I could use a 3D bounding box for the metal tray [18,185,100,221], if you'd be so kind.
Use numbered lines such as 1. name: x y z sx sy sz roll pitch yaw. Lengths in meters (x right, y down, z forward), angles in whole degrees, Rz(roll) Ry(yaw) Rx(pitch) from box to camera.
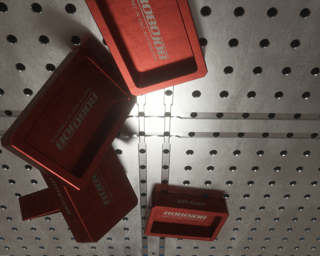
1. metal tray: -0.117 0.096 0.438 0.090 0.030 0.130 -19 168 15

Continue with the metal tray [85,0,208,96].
1. metal tray: -0.010 -0.102 0.321 0.090 0.030 0.130 -15 129 12

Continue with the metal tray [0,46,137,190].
1. metal tray: -0.089 -0.011 0.334 0.030 0.130 0.090 -5 139 47

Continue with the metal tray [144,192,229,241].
1. metal tray: 0.043 0.157 0.542 0.131 0.030 0.089 8 130 -7

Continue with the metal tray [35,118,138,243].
1. metal tray: -0.088 0.061 0.382 0.030 0.091 0.129 -19 99 37
